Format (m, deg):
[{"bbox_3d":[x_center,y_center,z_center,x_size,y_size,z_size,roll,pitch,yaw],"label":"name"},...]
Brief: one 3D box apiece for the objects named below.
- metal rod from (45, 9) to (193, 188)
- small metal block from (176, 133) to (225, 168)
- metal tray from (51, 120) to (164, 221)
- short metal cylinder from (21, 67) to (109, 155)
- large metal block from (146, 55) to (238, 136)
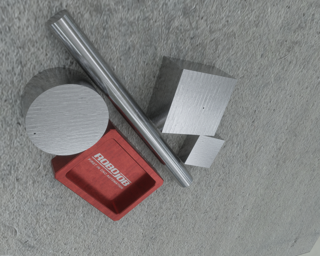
[{"bbox_3d":[-0.029,-0.011,0.386,0.025,0.025,0.300,-39,130,-3],"label":"metal rod"},{"bbox_3d":[0.061,0.029,0.462,0.050,0.025,0.050,14,111,-34],"label":"small metal block"},{"bbox_3d":[-0.064,0.059,0.408,0.090,0.030,0.130,-39,130,-2],"label":"metal tray"},{"bbox_3d":[-0.101,-0.018,0.327,0.081,0.050,0.079,-14,125,-21],"label":"short metal cylinder"},{"bbox_3d":[0.038,-0.039,0.390,0.081,0.050,0.079,4,116,-31],"label":"large metal block"}]
